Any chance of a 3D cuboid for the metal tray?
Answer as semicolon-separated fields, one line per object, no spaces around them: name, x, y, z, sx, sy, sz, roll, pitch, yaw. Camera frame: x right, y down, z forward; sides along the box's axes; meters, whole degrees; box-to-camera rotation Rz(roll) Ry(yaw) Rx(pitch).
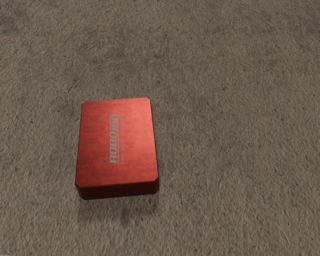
metal tray;-0.052;0.020;0.382;0.091;0.030;0.130;-4;50;-4
